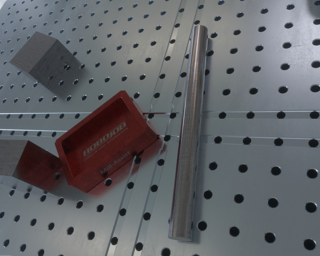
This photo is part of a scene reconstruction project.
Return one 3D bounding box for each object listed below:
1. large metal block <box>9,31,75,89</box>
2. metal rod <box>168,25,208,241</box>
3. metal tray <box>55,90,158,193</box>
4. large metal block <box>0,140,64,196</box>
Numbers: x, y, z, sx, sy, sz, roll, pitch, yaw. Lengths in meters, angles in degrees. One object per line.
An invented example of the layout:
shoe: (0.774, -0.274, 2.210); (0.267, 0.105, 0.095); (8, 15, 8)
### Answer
large metal block: (-0.225, -0.130, 0.591); (0.080, 0.050, 0.080); (27, 77, 37)
metal rod: (0.040, -0.014, 0.395); (0.025, 0.025, 0.300); (-6, 59, 25)
metal tray: (-0.079, 0.017, 0.436); (0.130, 0.030, 0.090); (-37, 51, 3)
large metal block: (-0.195, 0.057, 0.441); (0.080, 0.080, 0.050); (0, 62, 28)
